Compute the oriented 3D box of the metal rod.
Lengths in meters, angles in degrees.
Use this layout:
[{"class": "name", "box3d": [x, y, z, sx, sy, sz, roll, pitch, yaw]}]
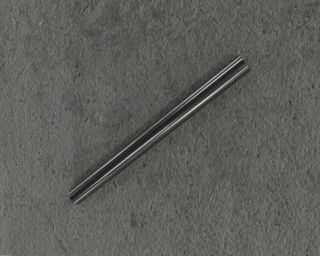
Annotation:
[{"class": "metal rod", "box3d": [-0.011, 0.011, 0.414, 0.300, 0.025, 0.025, -38, 78, 15]}]
